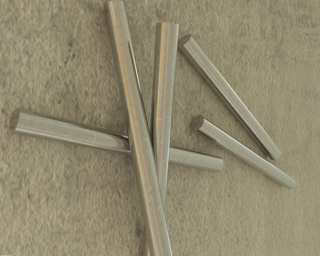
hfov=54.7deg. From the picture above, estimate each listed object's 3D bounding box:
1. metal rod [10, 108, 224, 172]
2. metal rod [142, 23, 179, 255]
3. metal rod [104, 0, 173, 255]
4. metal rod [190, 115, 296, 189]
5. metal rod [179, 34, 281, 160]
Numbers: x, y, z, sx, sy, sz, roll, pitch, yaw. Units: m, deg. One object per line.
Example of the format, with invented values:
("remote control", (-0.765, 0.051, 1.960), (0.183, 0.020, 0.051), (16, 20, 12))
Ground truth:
("metal rod", (-0.024, 0.025, 0.386), (0.302, 0.025, 0.025), (16, 80, -39))
("metal rod", (-0.001, 0.031, 0.372), (0.025, 0.025, 0.298), (-5, 104, -40))
("metal rod", (-0.025, 0.003, 0.354), (0.025, 0.025, 0.298), (-8, 86, -40))
("metal rod", (0.159, 0.053, 0.541), (0.301, 0.025, 0.025), (30, 71, -36))
("metal rod", (0.127, -0.036, 0.513), (0.300, 0.025, 0.025), (43, 64, -32))
